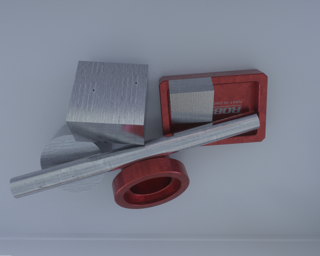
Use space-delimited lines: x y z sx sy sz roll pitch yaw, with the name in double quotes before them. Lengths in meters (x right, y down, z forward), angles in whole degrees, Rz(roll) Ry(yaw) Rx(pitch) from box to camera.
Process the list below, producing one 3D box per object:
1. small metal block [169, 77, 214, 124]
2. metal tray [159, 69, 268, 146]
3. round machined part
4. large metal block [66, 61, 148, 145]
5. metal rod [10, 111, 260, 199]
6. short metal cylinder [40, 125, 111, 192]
"small metal block" 0.037 -0.032 0.375 0.050 0.025 0.050 -4 136 1
"metal tray" 0.067 -0.024 0.398 0.131 0.030 0.089 -4 110 1
"round machined part" -0.014 0.065 0.407 0.099 0.042 0.097 -12 145 -8
"large metal block" -0.056 -0.029 0.361 0.081 0.080 0.050 3 152 -1
"metal rod" -0.024 0.030 0.376 0.302 0.025 0.025 -15 110 -7
"short metal cylinder" -0.108 0.037 0.408 0.081 0.050 0.079 0 110 -1
